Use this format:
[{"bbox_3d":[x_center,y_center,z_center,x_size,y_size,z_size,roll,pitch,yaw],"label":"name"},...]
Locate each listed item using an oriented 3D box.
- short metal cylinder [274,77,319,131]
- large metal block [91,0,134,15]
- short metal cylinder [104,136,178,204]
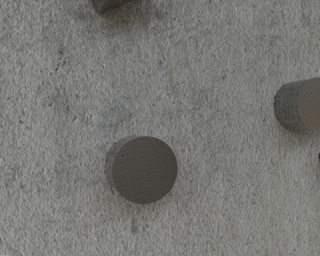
[{"bbox_3d":[0.226,-0.035,0.480,0.081,0.050,0.080,0,90,-20],"label":"short metal cylinder"},{"bbox_3d":[-0.054,-0.197,0.375,0.080,0.050,0.080,-30,100,-18],"label":"large metal block"},{"bbox_3d":[-0.025,0.049,0.387,0.081,0.050,0.080,0,90,-20],"label":"short metal cylinder"}]
